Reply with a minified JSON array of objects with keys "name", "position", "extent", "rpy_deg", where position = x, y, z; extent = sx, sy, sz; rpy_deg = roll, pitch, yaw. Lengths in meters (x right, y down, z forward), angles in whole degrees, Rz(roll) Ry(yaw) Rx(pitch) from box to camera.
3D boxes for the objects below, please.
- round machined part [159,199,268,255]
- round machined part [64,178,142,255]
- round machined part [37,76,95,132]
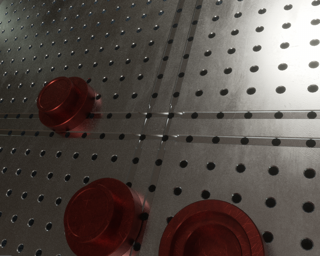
[{"name":"round machined part","position":[0.052,0.122,0.293],"extent":[0.098,0.042,0.098],"rpy_deg":[-14,54,20]},{"name":"round machined part","position":[-0.074,0.105,0.370],"extent":[0.098,0.042,0.098],"rpy_deg":[-13,56,20]},{"name":"round machined part","position":[-0.160,-0.045,0.507],"extent":[0.098,0.042,0.098],"rpy_deg":[-13,56,20]}]
